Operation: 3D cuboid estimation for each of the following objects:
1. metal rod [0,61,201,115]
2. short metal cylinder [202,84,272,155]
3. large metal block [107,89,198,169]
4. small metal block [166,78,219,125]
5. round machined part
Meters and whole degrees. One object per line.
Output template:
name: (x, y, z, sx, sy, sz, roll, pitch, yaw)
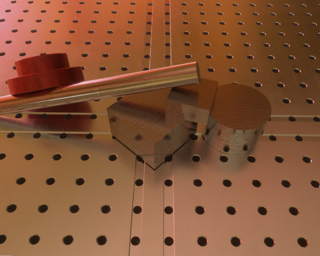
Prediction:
metal rod: (-0.101, -0.044, 0.387, 0.301, 0.025, 0.025, -7, 48, 16)
short metal cylinder: (0.097, -0.012, 0.403, 0.081, 0.050, 0.080, 0, 50, 0)
large metal block: (-0.008, -0.009, 0.396, 0.080, 0.050, 0.080, 36, 58, 26)
small metal block: (0.039, -0.036, 0.370, 0.050, 0.025, 0.050, 15, 51, 11)
round machined part: (-0.157, -0.076, 0.423, 0.099, 0.042, 0.098, -10, 12, 2)
